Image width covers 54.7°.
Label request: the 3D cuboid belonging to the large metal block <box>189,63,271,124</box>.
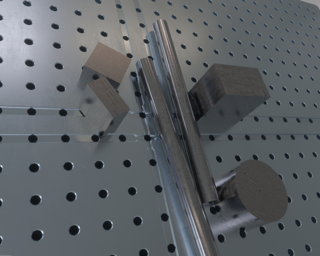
[{"bbox_3d":[0.097,-0.046,0.453,0.081,0.080,0.050,0,62,-29],"label":"large metal block"}]

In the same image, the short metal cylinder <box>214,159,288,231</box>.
[{"bbox_3d":[0.116,0.087,0.402,0.081,0.050,0.080,14,56,-21],"label":"short metal cylinder"}]

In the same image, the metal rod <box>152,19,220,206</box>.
[{"bbox_3d":[0.031,-0.039,0.448,0.025,0.025,0.299,1,61,-28],"label":"metal rod"}]

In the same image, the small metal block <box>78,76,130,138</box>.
[{"bbox_3d":[-0.068,-0.024,0.370,0.025,0.050,0.050,-32,80,-38],"label":"small metal block"}]

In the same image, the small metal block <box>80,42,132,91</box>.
[{"bbox_3d":[-0.072,-0.081,0.419,0.050,0.025,0.050,27,52,-12],"label":"small metal block"}]

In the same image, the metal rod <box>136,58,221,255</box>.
[{"bbox_3d":[0.020,0.037,0.396,0.025,0.025,0.299,-4,64,-30],"label":"metal rod"}]
